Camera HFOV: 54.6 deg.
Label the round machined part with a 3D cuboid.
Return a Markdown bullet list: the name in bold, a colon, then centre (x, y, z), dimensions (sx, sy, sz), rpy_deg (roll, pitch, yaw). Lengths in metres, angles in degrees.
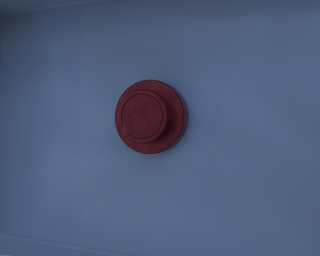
- **round machined part**: centre (-0.016, -0.015, 0.404), dimensions (0.098, 0.042, 0.097), rpy_deg (0, 90, 20)
